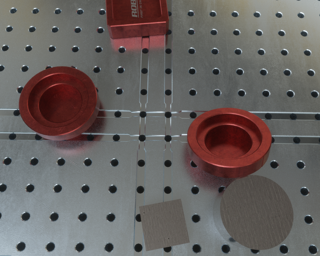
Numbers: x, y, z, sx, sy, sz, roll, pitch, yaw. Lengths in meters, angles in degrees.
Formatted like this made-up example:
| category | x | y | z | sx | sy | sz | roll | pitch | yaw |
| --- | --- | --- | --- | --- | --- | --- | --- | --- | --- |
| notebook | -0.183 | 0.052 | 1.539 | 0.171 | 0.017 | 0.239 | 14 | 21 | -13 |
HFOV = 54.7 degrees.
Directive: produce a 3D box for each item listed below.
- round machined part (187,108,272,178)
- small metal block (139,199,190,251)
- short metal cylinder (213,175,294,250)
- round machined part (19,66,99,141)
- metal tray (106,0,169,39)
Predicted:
| category | x | y | z | sx | sy | sz | roll | pitch | yaw |
| --- | --- | --- | --- | --- | --- | --- | --- | --- | --- |
| round machined part | 0.084 | 0.023 | 0.382 | 0.099 | 0.042 | 0.098 | -4 | 44 | 4 |
| small metal block | 0.005 | 0.116 | 0.370 | 0.050 | 0.025 | 0.050 | -10 | 70 | -4 |
| short metal cylinder | 0.106 | 0.100 | 0.363 | 0.081 | 0.050 | 0.080 | 0 | 70 | -1 |
| round machined part | -0.130 | -0.029 | 0.412 | 0.099 | 0.042 | 0.098 | 0 | 70 | 0 |
| metal tray | -0.038 | -0.206 | 0.483 | 0.091 | 0.030 | 0.129 | -5 | 70 | -3 |
